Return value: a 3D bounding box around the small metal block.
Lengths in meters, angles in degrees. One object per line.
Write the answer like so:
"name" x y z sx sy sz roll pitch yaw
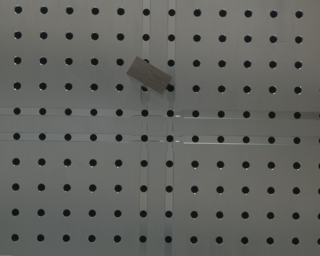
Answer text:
"small metal block" -0.013 -0.064 0.401 0.050 0.050 0.025 31 90 0
